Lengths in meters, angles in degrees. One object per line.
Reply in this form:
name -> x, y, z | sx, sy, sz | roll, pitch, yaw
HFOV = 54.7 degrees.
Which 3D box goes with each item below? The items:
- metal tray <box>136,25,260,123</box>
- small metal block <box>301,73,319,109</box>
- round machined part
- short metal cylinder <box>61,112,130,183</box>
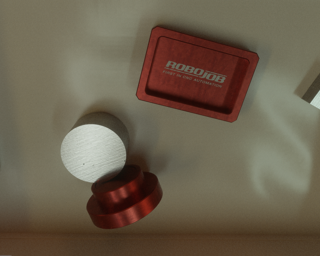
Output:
metal tray -> 0.044, -0.066, 0.384 | 0.131, 0.030, 0.089 | 14, 109, -6
small metal block -> 0.223, -0.044, 0.398 | 0.050, 0.025, 0.050 | 27, 108, -10
round machined part -> -0.050, 0.082, 0.402 | 0.098, 0.098, 0.042 | -18, 107, 6
short metal cylinder -> -0.082, 0.024, 0.406 | 0.081, 0.050, 0.079 | 0, 110, -1
